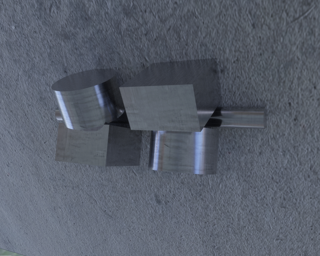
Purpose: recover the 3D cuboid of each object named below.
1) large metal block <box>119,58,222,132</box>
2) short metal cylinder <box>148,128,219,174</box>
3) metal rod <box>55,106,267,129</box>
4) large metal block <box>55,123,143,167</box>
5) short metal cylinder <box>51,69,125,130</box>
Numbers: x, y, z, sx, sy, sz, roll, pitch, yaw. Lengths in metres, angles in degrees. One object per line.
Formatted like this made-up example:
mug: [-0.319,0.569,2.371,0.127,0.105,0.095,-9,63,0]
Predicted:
large metal block: [0.016,-0.038,0.340,0.080,0.080,0.050,2,119,27]
short metal cylinder: [0.028,0.026,0.366,0.080,0.080,0.050,2,85,27]
metal rod: [-0.018,-0.017,0.409,0.300,0.025,0.025,2,120,27]
large metal block: [-0.081,0.023,0.422,0.080,0.080,0.050,2,86,26]
short metal cylinder: [-0.090,-0.039,0.396,0.080,0.080,0.050,4,120,26]
